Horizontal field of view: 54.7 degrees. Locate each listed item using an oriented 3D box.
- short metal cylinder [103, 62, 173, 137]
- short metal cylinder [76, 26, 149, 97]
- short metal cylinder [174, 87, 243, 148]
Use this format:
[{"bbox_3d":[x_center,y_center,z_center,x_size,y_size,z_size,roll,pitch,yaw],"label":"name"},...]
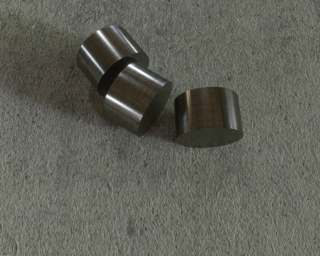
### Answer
[{"bbox_3d":[-0.027,-0.036,0.392,0.050,0.080,0.080,31,73,11],"label":"short metal cylinder"},{"bbox_3d":[-0.062,-0.087,0.410,0.080,0.080,0.050,-35,74,-12],"label":"short metal cylinder"},{"bbox_3d":[0.059,-0.010,0.383,0.081,0.080,0.050,-2,70,-1],"label":"short metal cylinder"}]
